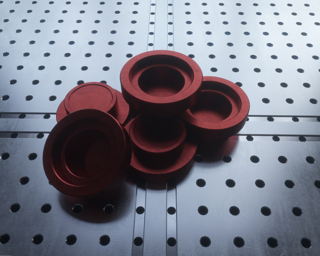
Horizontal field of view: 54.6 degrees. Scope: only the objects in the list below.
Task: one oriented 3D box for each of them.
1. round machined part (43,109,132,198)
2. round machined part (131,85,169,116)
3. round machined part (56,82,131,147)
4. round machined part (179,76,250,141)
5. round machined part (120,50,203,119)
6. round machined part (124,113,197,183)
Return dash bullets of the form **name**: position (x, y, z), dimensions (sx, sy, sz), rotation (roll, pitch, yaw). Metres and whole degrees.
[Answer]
- **round machined part**: position (-0.078, 0.030, 0.354), dimensions (0.098, 0.042, 0.098), rotation (-4, 72, 13)
- **round machined part**: position (-0.003, -0.060, 0.447), dimensions (0.099, 0.042, 0.098), rotation (0, 50, 0)
- **round machined part**: position (-0.090, -0.024, 0.417), dimensions (0.099, 0.042, 0.098), rotation (0, 50, 0)
- **round machined part**: position (0.066, -0.022, 0.415), dimensions (0.099, 0.042, 0.098), rotation (0, 50, 0)
- **round machined part**: position (0.002, -0.050, 0.383), dimensions (0.099, 0.042, 0.098), rotation (0, 50, 0)
- **round machined part**: position (-0.003, 0.015, 0.383), dimensions (0.099, 0.042, 0.098), rotation (0, 50, 0)
